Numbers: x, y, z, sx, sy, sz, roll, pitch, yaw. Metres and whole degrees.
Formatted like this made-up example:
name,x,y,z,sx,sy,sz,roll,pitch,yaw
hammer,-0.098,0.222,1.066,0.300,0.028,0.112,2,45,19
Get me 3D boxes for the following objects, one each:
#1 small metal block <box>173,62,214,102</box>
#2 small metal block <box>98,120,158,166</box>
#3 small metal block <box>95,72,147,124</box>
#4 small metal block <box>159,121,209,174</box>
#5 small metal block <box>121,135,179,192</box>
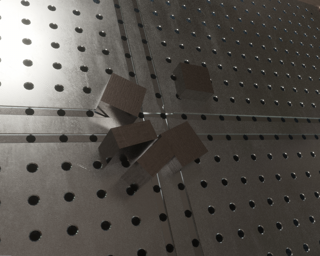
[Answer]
name,x,y,z,sx,sy,sz,roll,pitch,yaw
small metal block,0.051,-0.071,0.481,0.050,0.025,0.050,5,60,-26
small metal block,-0.038,0.018,0.362,0.050,0.050,0.025,-14,69,-34
small metal block,-0.050,-0.037,0.405,0.050,0.025,0.050,24,53,-14
small metal block,0.027,0.025,0.409,0.050,0.025,0.050,-25,76,-37
small metal block,-0.012,0.042,0.361,0.025,0.050,0.050,45,51,3
